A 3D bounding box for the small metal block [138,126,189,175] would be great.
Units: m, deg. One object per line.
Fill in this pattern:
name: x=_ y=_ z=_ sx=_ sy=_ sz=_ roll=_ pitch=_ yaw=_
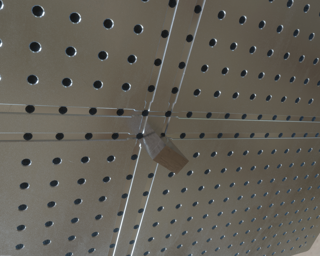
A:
small metal block: x=0.004 y=0.030 z=0.418 sx=0.025 sy=0.050 sz=0.050 roll=-49 pitch=129 yaw=6
